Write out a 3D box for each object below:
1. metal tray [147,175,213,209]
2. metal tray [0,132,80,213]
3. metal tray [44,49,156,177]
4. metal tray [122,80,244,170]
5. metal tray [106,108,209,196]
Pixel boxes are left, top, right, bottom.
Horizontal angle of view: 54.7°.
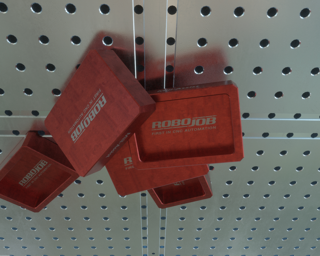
[{"bbox_3d":[0.018,0.065,0.463,0.090,0.030,0.130,-16,129,13],"label":"metal tray"},{"bbox_3d":[-0.189,0.071,0.466,0.090,0.030,0.130,35,122,-26],"label":"metal tray"},{"bbox_3d":[-0.075,-0.015,0.360,0.090,0.030,0.129,52,122,13],"label":"metal tray"},{"bbox_3d":[0.027,-0.002,0.364,0.131,0.030,0.089,-6,106,10],"label":"metal tray"},{"bbox_3d":[-0.009,0.032,0.415,0.130,0.030,0.090,-17,106,13],"label":"metal tray"}]
